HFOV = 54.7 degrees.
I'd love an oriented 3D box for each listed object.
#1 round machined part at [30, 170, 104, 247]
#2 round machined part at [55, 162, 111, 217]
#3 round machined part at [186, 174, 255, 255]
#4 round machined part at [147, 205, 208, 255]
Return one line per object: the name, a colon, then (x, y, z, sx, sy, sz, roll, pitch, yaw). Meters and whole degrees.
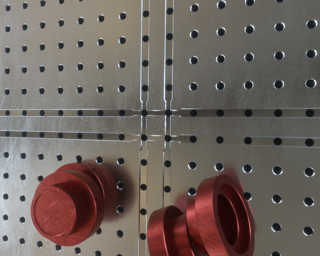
round machined part: (-0.126, 0.105, 0.402, 0.098, 0.042, 0.097, 0, 90, 19)
round machined part: (-0.124, 0.099, 0.446, 0.098, 0.042, 0.097, 0, 90, 19)
round machined part: (0.066, 0.105, 0.352, 0.042, 0.099, 0.098, -23, 82, 32)
round machined part: (0.028, 0.139, 0.363, 0.042, 0.098, 0.098, -23, 83, 18)
